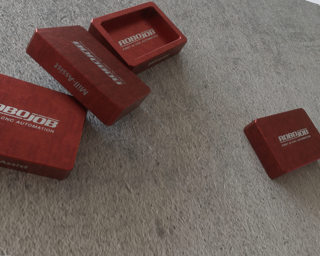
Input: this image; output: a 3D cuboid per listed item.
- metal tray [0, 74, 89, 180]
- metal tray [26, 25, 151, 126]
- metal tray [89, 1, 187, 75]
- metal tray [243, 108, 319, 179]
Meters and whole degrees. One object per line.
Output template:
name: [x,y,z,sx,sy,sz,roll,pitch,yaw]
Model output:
metal tray: [-0.149,-0.005,0.323,0.131,0.030,0.090,17,55,-19]
metal tray: [-0.082,-0.069,0.377,0.130,0.030,0.090,43,29,1]
metal tray: [-0.031,-0.136,0.466,0.090,0.030,0.131,49,51,6]
metal tray: [0.206,0.021,0.498,0.131,0.030,0.090,-12,68,-33]
